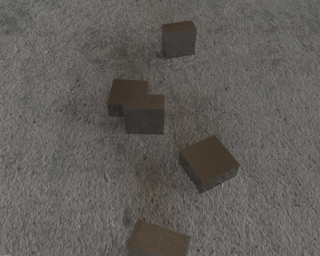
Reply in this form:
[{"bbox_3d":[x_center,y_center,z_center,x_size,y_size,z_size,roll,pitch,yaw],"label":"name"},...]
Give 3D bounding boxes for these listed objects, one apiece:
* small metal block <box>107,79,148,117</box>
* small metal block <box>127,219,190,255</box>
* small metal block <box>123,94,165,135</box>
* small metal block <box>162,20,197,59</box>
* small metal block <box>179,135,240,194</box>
[{"bbox_3d":[-0.044,-0.042,0.438,0.050,0.025,0.050,4,50,3],"label":"small metal block"},{"bbox_3d":[-0.001,0.115,0.290,0.050,0.050,0.025,14,52,11],"label":"small metal block"},{"bbox_3d":[-0.020,-0.017,0.401,0.050,0.050,0.025,2,50,1],"label":"small metal block"},{"bbox_3d":[0.031,-0.144,0.508,0.050,0.050,0.025,-12,51,-10],"label":"small metal block"},{"bbox_3d":[0.057,0.042,0.368,0.050,0.025,0.050,-23,54,-18],"label":"small metal block"}]
